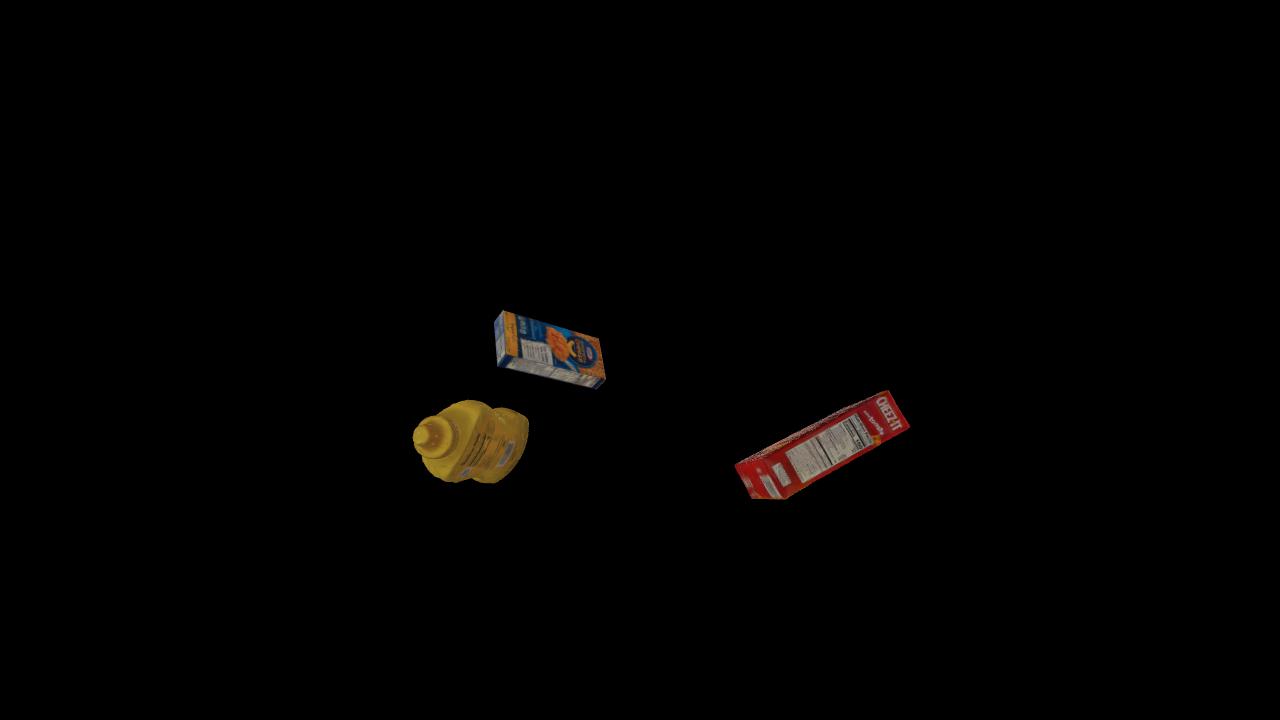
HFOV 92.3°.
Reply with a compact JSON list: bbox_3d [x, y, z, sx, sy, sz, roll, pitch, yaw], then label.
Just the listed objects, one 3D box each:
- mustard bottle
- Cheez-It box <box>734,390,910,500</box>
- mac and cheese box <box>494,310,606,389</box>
[{"bbox_3d":[-0.184,0.087,0.657,0.054,0.092,0.184,32,-2,17],"label":"mustard bottle"},{"bbox_3d":[0.271,0.135,0.940,0.223,0.071,0.166,-25,-9,-11],"label":"Cheez-It box"},{"bbox_3d":[-0.147,-0.014,1.014,0.184,0.093,0.041,15,-45,-34],"label":"mac and cheese box"}]
